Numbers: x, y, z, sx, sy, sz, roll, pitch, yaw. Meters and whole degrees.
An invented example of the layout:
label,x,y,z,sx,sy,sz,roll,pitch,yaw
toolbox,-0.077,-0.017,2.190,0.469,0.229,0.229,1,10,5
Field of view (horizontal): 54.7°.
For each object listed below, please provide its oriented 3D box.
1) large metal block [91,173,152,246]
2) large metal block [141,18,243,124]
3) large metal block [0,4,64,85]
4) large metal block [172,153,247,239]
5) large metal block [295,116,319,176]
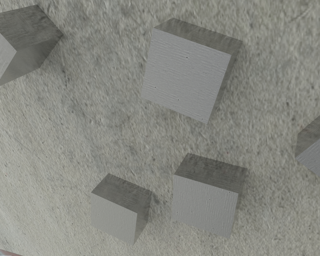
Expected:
label,x,y,z,sx,sy,sz,roll,pitch,yaw
large metal block,-0.064,0.132,0.504,0.080,0.050,0.079,20,126,16
large metal block,0.032,-0.063,0.334,0.080,0.050,0.079,23,127,13
large metal block,-0.187,-0.106,0.402,0.080,0.080,0.050,-35,99,38
large metal block,0.064,0.088,0.411,0.080,0.050,0.079,14,124,20
large metal block,0.194,0.017,0.299,0.080,0.050,0.080,37,129,3
